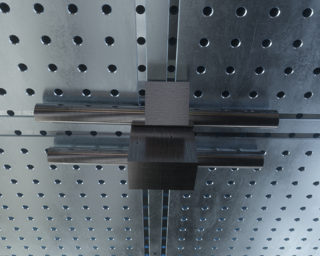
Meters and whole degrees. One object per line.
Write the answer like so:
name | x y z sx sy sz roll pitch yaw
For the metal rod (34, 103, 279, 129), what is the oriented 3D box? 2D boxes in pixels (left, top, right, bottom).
metal rod | -0.002 -0.015 0.393 0.302 0.025 0.025 2 130 -2

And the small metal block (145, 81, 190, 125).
small metal block | 0.008 -0.029 0.367 0.050 0.025 0.050 1 96 -1

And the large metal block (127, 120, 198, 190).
large metal block | 0.003 0.032 0.397 0.081 0.080 0.050 1 130 -2

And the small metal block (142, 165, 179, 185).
small metal block | 0.000 0.069 0.450 0.050 0.025 0.050 2 168 -2

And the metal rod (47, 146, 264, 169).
metal rod | -0.005 0.043 0.444 0.302 0.025 0.025 2 130 -2
